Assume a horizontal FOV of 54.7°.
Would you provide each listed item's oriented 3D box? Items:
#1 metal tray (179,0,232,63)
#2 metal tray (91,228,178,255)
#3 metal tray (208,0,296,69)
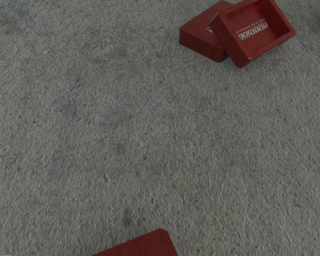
[{"bbox_3d":[0.107,-0.174,0.547,0.090,0.030,0.131,34,58,25],"label":"metal tray"},{"bbox_3d":[-0.038,0.155,0.269,0.131,0.030,0.090,-17,52,-14],"label":"metal tray"},{"bbox_3d":[0.152,-0.162,0.503,0.131,0.030,0.090,-32,87,-29],"label":"metal tray"}]
